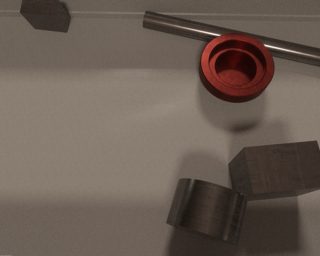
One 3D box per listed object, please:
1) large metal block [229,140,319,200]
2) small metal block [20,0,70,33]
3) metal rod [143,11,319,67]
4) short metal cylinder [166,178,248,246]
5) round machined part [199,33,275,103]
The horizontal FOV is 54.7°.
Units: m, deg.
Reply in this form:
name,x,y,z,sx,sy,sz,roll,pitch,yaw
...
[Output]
name,x,y,z,sx,sy,sz,roll,pitch,yaw
large metal block,0.132,0.054,0.362,0.081,0.080,0.050,-5,70,-2
small metal block,-0.166,-0.165,0.452,0.050,0.050,0.025,7,82,2
metal rod,0.123,-0.129,0.458,0.302,0.025,0.025,14,71,4
short metal cylinder,0.053,0.094,0.347,0.080,0.080,0.050,16,71,5
round machined part,0.103,-0.079,0.431,0.099,0.042,0.098,0,70,-1
